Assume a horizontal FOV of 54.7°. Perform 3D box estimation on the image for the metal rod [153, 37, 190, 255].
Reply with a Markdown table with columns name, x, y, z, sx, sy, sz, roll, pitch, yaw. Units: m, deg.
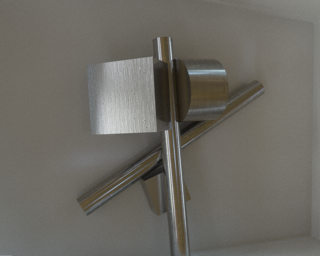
| name | x | y | z | sx | sy | sz | roll | pitch | yaw |
| --- | --- | --- | --- | --- | --- | --- | --- | --- | --- |
| metal rod | 0.016 | 0.038 | 0.388 | 0.025 | 0.025 | 0.298 | -5 | 91 | -20 |

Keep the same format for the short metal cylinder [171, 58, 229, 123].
| name | x | y | z | sx | sy | sz | roll | pitch | yaw |
| --- | --- | --- | --- | --- | --- | --- | --- | --- | --- |
| short metal cylinder | 0.044 | -0.048 | 0.396 | 0.050 | 0.080 | 0.079 | -5 | 92 | -22 |

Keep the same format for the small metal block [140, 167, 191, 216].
| name | x | y | z | sx | sy | sz | roll | pitch | yaw |
| --- | --- | --- | --- | --- | --- | --- | --- | --- | --- |
| small metal block | 0.007 | 0.081 | 0.413 | 0.050 | 0.025 | 0.050 | -23 | 98 | -19 |

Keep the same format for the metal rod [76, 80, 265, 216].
| name | x | y | z | sx | sy | sz | roll | pitch | yaw |
| --- | --- | --- | --- | --- | --- | --- | --- | --- | --- |
| metal rod | 0.027 | 0.018 | 0.419 | 0.302 | 0.025 | 0.025 | -33 | 101 | -17 |

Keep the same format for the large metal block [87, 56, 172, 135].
| name | x | y | z | sx | sy | sz | roll | pitch | yaw |
| --- | --- | --- | --- | --- | --- | --- | --- | --- | --- |
| large metal block | -0.035 | -0.035 | 0.363 | 0.080 | 0.050 | 0.079 | -3 | 91 | 20 |
